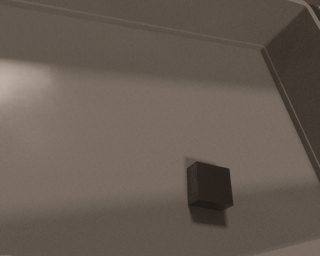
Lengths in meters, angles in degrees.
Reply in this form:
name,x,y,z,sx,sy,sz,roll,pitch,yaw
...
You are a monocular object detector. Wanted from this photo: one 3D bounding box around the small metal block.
name,x,y,z,sx,sy,sz,roll,pitch,yaw
small metal block,0.063,0.075,0.396,0.050,0.025,0.050,14,56,-21
